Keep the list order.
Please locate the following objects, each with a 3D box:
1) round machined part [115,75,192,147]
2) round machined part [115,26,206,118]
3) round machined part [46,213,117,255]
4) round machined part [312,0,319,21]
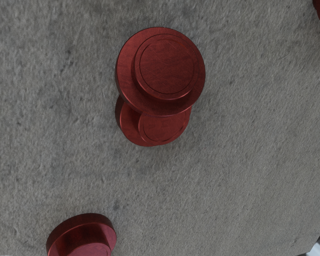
[{"bbox_3d":[-0.002,-0.017,0.385,0.099,0.042,0.097,-14,125,-21],"label":"round machined part"},{"bbox_3d":[0.003,-0.061,0.330,0.099,0.042,0.097,1,87,-13],"label":"round machined part"},{"bbox_3d":[-0.109,0.174,0.445,0.099,0.042,0.097,-14,125,-21],"label":"round machined part"},{"bbox_3d":[0.248,-0.187,0.419,0.099,0.042,0.097,-14,125,-21],"label":"round machined part"}]
